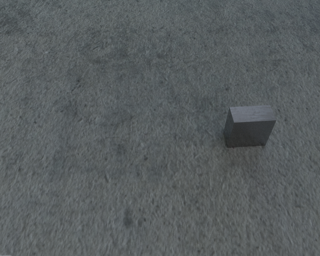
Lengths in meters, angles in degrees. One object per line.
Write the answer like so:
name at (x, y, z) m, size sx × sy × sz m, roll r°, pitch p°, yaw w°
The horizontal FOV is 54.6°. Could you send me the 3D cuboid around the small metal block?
small metal block at (0.111, -0.001, 0.389) m, size 0.050 × 0.050 × 0.025 m, roll -3°, pitch 50°, yaw -3°
